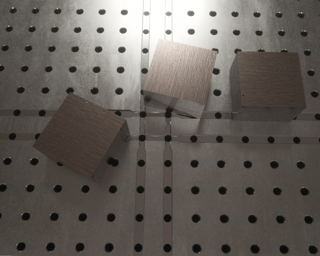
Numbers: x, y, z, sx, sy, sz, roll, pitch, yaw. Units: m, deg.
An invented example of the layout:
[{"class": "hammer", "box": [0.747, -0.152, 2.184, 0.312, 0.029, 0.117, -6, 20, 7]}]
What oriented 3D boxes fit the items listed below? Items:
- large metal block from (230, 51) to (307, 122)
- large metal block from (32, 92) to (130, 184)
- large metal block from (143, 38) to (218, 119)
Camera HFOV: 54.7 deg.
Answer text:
[{"class": "large metal block", "box": [0.142, -0.055, 0.420, 0.081, 0.050, 0.080, 1, 70, 0]}, {"class": "large metal block", "box": [-0.095, 0.014, 0.392, 0.080, 0.050, 0.080, 26, 72, 9]}, {"class": "large metal block", "box": [0.027, -0.066, 0.423, 0.080, 0.050, 0.080, 14, 71, 4]}]
